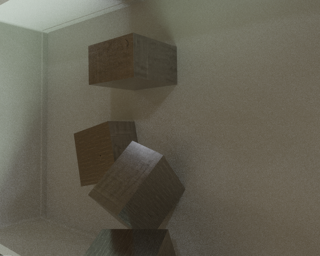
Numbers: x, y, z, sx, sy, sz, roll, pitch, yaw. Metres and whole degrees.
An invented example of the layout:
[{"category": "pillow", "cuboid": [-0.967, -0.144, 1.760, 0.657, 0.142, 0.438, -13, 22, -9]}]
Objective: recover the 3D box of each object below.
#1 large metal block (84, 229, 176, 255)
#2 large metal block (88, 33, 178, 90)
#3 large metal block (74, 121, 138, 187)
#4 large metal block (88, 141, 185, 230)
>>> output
[{"category": "large metal block", "cuboid": [-0.035, 0.148, 0.310, 0.080, 0.080, 0.050, -7, 110, 22]}, {"category": "large metal block", "cuboid": [-0.034, -0.081, 0.399, 0.080, 0.081, 0.050, -1, 89, 40]}, {"category": "large metal block", "cuboid": [-0.076, 0.038, 0.454, 0.080, 0.050, 0.080, -17, 79, 39]}, {"category": "large metal block", "cuboid": [-0.024, 0.076, 0.369, 0.050, 0.080, 0.080, 22, 64, 38]}]
